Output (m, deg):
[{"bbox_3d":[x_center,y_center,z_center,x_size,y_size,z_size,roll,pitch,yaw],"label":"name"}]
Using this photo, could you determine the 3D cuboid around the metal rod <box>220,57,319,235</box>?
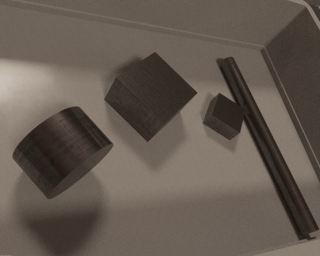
[{"bbox_3d":[0.164,0.014,0.487,0.025,0.025,0.299,-6,65,-31],"label":"metal rod"}]

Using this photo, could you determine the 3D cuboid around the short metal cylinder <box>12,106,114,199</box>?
[{"bbox_3d":[-0.093,0.024,0.306,0.050,0.080,0.080,48,51,4],"label":"short metal cylinder"}]

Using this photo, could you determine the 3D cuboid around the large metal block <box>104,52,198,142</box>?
[{"bbox_3d":[-0.011,-0.042,0.411,0.080,0.050,0.080,45,51,2],"label":"large metal block"}]

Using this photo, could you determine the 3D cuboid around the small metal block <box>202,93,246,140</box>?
[{"bbox_3d":[0.098,-0.018,0.472,0.050,0.025,0.050,32,51,-8],"label":"small metal block"}]
